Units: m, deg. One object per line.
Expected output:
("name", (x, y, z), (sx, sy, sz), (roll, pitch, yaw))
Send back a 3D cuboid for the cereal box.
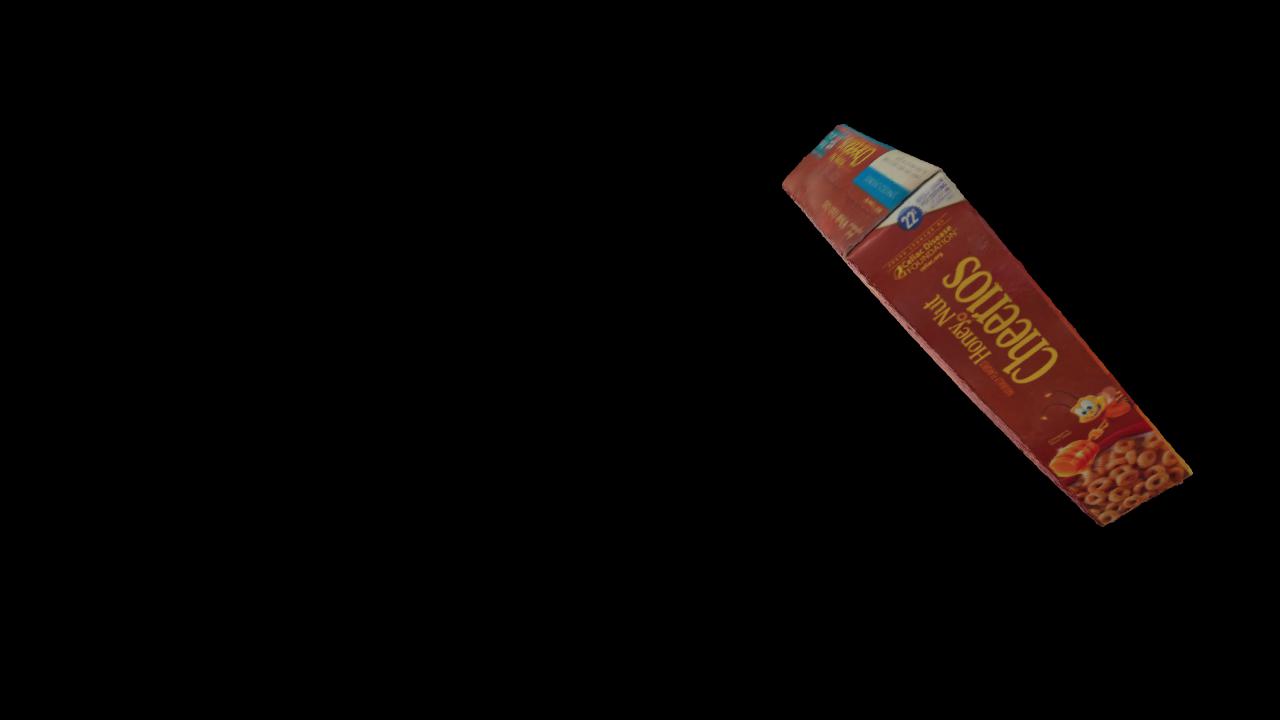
("cereal box", (0.250, -0.037, 0.474), (0.306, 0.081, 0.203), (41, 21, -17))
